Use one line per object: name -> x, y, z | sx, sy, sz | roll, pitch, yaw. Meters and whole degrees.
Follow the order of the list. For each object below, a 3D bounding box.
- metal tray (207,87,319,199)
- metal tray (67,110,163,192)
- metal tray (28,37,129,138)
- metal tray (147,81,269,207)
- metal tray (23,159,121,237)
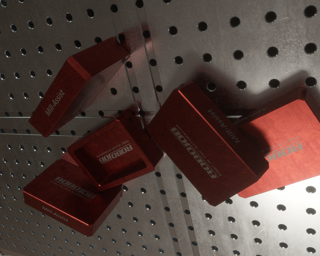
metal tray -> 0.126, 0.023, 0.355 | 0.130, 0.030, 0.090 | -31, 102, 37
metal tray -> -0.071, 0.039, 0.467 | 0.130, 0.030, 0.090 | -27, 104, 37
metal tray -> -0.102, -0.050, 0.390 | 0.030, 0.090, 0.129 | 46, 129, -4
metal tray -> 0.050, 0.021, 0.365 | 0.130, 0.030, 0.089 | 49, 140, 10
metal tray -> -0.142, 0.110, 0.509 | 0.130, 0.090, 0.030 | 22, 127, 14
